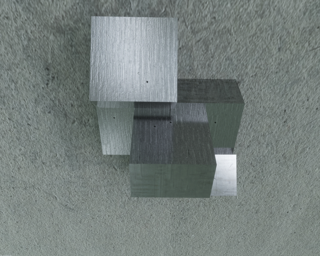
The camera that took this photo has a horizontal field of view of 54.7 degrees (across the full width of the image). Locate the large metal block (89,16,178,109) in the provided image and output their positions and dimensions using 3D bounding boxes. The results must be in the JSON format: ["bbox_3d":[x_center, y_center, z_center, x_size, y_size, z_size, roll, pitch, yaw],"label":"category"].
[{"bbox_3d":[-0.024,-0.063,0.311,0.081,0.050,0.080,1,86,-1],"label":"large metal block"}]

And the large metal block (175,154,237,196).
[{"bbox_3d":[0.052,0.060,0.416,0.081,0.080,0.050,0,86,-1],"label":"large metal block"}]

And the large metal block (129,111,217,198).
[{"bbox_3d":[0.011,0.026,0.330,0.081,0.080,0.050,1,130,-1],"label":"large metal block"}]

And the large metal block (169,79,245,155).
[{"bbox_3d":[0.051,-0.013,0.380,0.081,0.050,0.079,1,130,-1],"label":"large metal block"}]

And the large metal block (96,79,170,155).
[{"bbox_3d":[-0.030,-0.013,0.379,0.081,0.050,0.079,1,130,-1],"label":"large metal block"}]
